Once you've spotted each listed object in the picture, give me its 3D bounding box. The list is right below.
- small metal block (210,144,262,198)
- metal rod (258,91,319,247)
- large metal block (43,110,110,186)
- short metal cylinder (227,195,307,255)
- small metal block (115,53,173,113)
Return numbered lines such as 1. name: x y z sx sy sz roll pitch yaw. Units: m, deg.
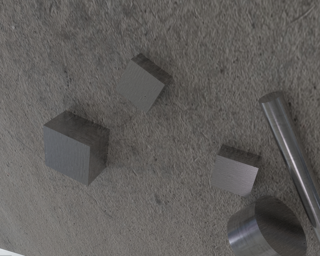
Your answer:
1. small metal block: 0.095 0.054 0.390 0.050 0.025 0.050 18 125 18
2. metal rod: 0.184 0.094 0.367 0.025 0.025 0.299 -17 110 35
3. large metal block: -0.128 0.030 0.477 0.080 0.050 0.079 23 127 14
4. short metal cylinder: 0.131 0.131 0.383 0.080 0.080 0.050 41 129 0
5. small metal block: -0.020 -0.055 0.384 0.050 0.025 0.050 37 129 3
